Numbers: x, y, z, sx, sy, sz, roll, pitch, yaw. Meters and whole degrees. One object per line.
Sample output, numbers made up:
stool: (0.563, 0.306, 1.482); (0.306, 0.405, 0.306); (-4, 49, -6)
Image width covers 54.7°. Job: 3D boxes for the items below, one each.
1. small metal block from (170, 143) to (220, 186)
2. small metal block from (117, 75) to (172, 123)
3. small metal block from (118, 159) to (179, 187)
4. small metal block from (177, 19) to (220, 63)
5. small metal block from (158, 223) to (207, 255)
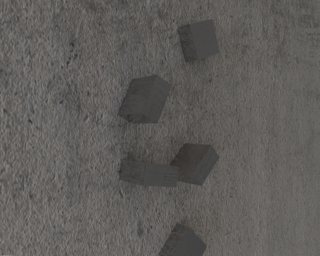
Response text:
small metal block: (0.045, 0.049, 0.426); (0.050, 0.050, 0.025); (-52, 121, -27)
small metal block: (-0.019, -0.033, 0.372); (0.025, 0.050, 0.050); (32, 70, -36)
small metal block: (-0.014, 0.055, 0.376); (0.050, 0.050, 0.025); (12, 83, -39)
small metal block: (0.057, -0.127, 0.452); (0.050, 0.025, 0.050); (-26, 106, -37)
small metal block: (0.033, 0.171, 0.432); (0.050, 0.025, 0.050); (51, 60, -28)
